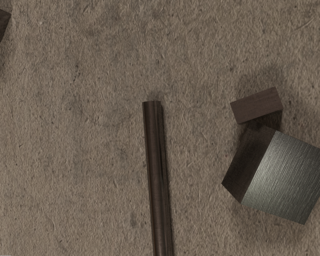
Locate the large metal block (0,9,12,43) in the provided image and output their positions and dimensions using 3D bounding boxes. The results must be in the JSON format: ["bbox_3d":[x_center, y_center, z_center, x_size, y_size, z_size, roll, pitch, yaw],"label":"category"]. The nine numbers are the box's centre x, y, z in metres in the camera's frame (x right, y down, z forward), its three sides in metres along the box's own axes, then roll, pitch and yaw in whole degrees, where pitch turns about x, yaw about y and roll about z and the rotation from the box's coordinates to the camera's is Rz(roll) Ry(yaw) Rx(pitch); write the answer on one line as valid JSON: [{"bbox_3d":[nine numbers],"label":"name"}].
[{"bbox_3d":[-0.300,-0.182,0.483,0.080,0.080,0.050,28,99,17],"label":"large metal block"}]

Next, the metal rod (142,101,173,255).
[{"bbox_3d":[0.000,0.114,0.408,0.025,0.025,0.298,-5,88,19],"label":"metal rod"}]

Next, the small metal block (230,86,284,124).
[{"bbox_3d":[0.112,-0.024,0.356,0.050,0.050,0.025,-20,83,18],"label":"small metal block"}]

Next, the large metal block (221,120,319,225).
[{"bbox_3d":[0.126,0.046,0.332,0.080,0.050,0.080,21,98,-15],"label":"large metal block"}]
